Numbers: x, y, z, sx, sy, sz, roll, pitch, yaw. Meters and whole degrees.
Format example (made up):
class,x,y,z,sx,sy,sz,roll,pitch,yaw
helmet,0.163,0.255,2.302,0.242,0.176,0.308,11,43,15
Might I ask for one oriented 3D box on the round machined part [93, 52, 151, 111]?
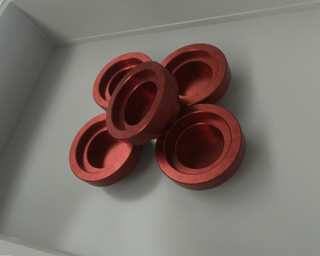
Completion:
class,x,y,z,sx,sy,sz,roll,pitch,yaw
round machined part,-0.045,-0.059,0.450,0.098,0.042,0.098,-13,56,20

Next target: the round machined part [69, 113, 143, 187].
class,x,y,z,sx,sy,sz,roll,pitch,yaw
round machined part,-0.066,0.031,0.407,0.098,0.042,0.098,-13,56,20

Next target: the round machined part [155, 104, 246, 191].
class,x,y,z,sx,sy,sz,roll,pitch,yaw
round machined part,0.048,0.024,0.352,0.098,0.042,0.098,-13,56,20

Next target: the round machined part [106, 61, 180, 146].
class,x,y,z,sx,sy,sz,roll,pitch,yaw
round machined part,-0.016,-0.025,0.360,0.098,0.042,0.098,-25,51,36

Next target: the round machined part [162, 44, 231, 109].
class,x,y,z,sx,sy,sz,roll,pitch,yaw
round machined part,0.044,-0.059,0.405,0.098,0.042,0.098,-13,56,20
